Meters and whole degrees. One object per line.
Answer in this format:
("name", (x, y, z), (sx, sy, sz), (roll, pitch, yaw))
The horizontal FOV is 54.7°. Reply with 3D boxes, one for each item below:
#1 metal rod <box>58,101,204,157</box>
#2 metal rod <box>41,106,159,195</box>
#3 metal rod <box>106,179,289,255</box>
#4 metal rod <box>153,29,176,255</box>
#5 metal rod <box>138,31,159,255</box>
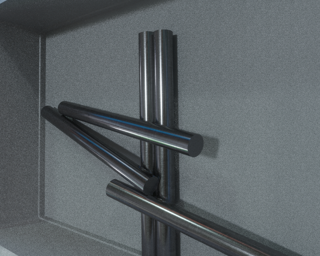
("metal rod", (-0.064, -0.008, 0.430), (0.300, 0.025, 0.025), (15, 99, 46))
("metal rod", (-0.110, 0.020, 0.477), (0.300, 0.025, 0.025), (27, 107, 42))
("metal rod", (0.058, 0.116, 0.333), (0.300, 0.025, 0.025), (16, 100, 33))
("metal rod", (0.006, 0.026, 0.396), (0.025, 0.025, 0.298), (-1, 89, 39))
("metal rod", (-0.014, 0.023, 0.412), (0.025, 0.025, 0.298), (-2, 89, 39))
